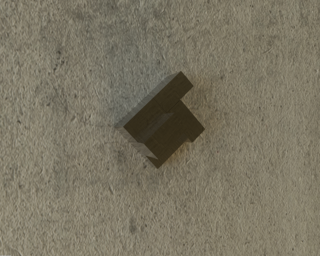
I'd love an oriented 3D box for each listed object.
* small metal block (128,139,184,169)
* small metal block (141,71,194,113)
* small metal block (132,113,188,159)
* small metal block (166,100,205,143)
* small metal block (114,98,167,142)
[{"bbox_3d":[-0.006,0.018,0.409,0.050,0.025,0.050,-44,104,-15],"label":"small metal block"},{"bbox_3d":[0.008,-0.044,0.401,0.050,0.050,0.025,-45,105,-15],"label":"small metal block"},{"bbox_3d":[-0.001,0.009,0.371,0.050,0.050,0.025,-45,105,-15],"label":"small metal block"},{"bbox_3d":[0.024,-0.008,0.407,0.025,0.050,0.050,-45,105,-14],"label":"small metal block"},{"bbox_3d":[-0.026,-0.010,0.388,0.050,0.050,0.025,-45,105,-15],"label":"small metal block"}]
